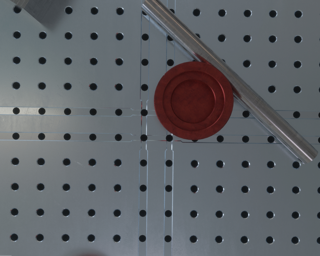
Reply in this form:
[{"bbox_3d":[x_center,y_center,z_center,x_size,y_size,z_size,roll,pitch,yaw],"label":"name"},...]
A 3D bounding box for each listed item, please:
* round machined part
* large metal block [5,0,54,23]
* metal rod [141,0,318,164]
[{"bbox_3d":[0.042,-0.034,0.403,0.099,0.042,0.097,0,91,2],"label":"round machined part"},{"bbox_3d":[-0.177,-0.199,0.399,0.080,0.050,0.080,33,90,0],"label":"large metal block"},{"bbox_3d":[0.092,-0.064,0.413,0.300,0.025,0.025,44,90,0],"label":"metal rod"}]
